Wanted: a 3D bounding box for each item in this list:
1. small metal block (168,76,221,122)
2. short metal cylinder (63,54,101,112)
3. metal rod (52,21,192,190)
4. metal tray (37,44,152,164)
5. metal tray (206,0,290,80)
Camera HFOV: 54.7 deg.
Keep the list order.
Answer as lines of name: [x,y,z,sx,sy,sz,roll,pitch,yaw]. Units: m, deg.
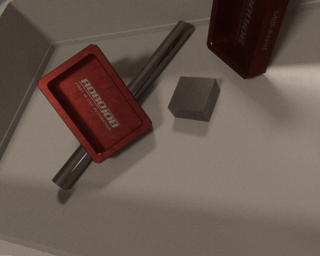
small metal block: [0.045,-0.039,0.405,0.050,0.025,0.050,9,66,32]
short metal cylinder: [-0.104,-0.066,0.464,0.050,0.080,0.080,-21,54,16]
metal rod: [-0.050,-0.039,0.454,0.025,0.025,0.300,29,77,37]
metal tray: [-0.082,-0.031,0.406,0.090,0.030,0.130,-35,96,1]
metal tray: [0.100,-0.135,0.368,0.030,0.129,0.090,-20,50,-20]
